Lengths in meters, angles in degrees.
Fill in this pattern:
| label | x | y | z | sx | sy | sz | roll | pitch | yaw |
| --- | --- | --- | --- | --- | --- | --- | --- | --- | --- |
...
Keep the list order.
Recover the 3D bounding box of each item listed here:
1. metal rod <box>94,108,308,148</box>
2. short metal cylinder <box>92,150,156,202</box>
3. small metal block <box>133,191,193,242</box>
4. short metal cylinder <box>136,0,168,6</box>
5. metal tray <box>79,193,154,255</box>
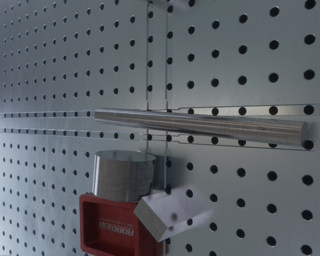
| label | x | y | z | sx | sy | sz | roll | pitch | yaw |
| --- | --- | --- | --- | --- | --- | --- | --- | --- | --- |
| metal rod | 0.023 | -0.007 | 0.390 | 0.300 | 0.025 | 0.025 | 6 | 94 | 39 |
| short metal cylinder | -0.047 | 0.061 | 0.413 | 0.080 | 0.081 | 0.050 | 9 | 96 | 39 |
| small metal block | 0.004 | 0.109 | 0.390 | 0.050 | 0.050 | 0.025 | 43 | 116 | 31 |
| short metal cylinder | -0.018 | -0.209 | 0.408 | 0.080 | 0.050 | 0.079 | 0 | 90 | 40 |
| metal tray | -0.068 | 0.147 | 0.462 | 0.130 | 0.030 | 0.089 | -3 | 88 | 40 |
